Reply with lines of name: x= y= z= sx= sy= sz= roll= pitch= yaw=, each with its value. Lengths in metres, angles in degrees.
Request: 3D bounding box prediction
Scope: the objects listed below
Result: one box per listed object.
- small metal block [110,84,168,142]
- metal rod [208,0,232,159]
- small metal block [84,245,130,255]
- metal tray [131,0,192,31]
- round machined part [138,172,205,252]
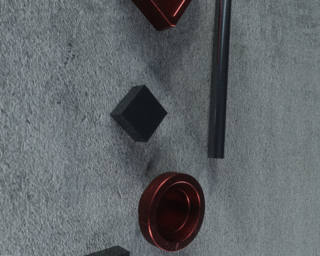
small metal block: x=-0.025 y=-0.018 z=0.385 sx=0.050 sy=0.025 sz=0.050 roll=50 pitch=60 yaw=-29
metal rod: x=0.095 y=-0.102 z=0.486 sx=0.025 sy=0.025 sz=0.298 roll=6 pitch=87 yaw=-40
small metal block: x=-0.062 y=0.169 z=0.354 sx=0.050 sy=0.025 sz=0.050 roll=-1 pitch=91 yaw=-40
metal tray: x=0.010 y=-0.206 z=0.411 sx=0.090 sy=0.030 sz=0.130 roll=44 pitch=63 yaw=-31
round machined part: x=0.011 y=0.106 z=0.405 sx=0.099 sy=0.042 sz=0.097 roll=0 pitch=90 yaw=-40
